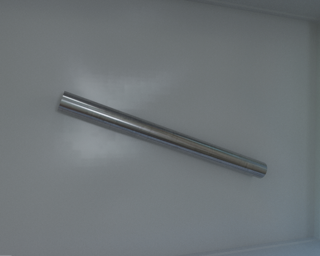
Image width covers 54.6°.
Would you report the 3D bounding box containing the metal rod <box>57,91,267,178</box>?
[{"bbox_3d":[0.017,0.016,0.415,0.302,0.025,0.025,20,84,-19],"label":"metal rod"}]
